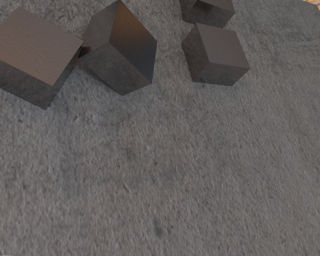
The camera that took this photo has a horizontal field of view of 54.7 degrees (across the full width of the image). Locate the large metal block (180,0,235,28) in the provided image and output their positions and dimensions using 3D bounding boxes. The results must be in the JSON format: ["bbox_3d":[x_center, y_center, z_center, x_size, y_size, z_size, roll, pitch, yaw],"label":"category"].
[{"bbox_3d":[0.086,-0.236,0.580,0.081,0.050,0.080,8,58,-25],"label":"large metal block"}]

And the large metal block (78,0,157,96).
[{"bbox_3d":[-0.051,-0.102,0.403,0.080,0.050,0.080,40,43,-41],"label":"large metal block"}]

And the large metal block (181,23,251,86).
[{"bbox_3d":[0.091,-0.119,0.512,0.081,0.050,0.080,2,61,-28],"label":"large metal block"}]

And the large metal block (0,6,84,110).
[{"bbox_3d":[-0.147,-0.080,0.358,0.080,0.050,0.080,27,52,-11],"label":"large metal block"}]
